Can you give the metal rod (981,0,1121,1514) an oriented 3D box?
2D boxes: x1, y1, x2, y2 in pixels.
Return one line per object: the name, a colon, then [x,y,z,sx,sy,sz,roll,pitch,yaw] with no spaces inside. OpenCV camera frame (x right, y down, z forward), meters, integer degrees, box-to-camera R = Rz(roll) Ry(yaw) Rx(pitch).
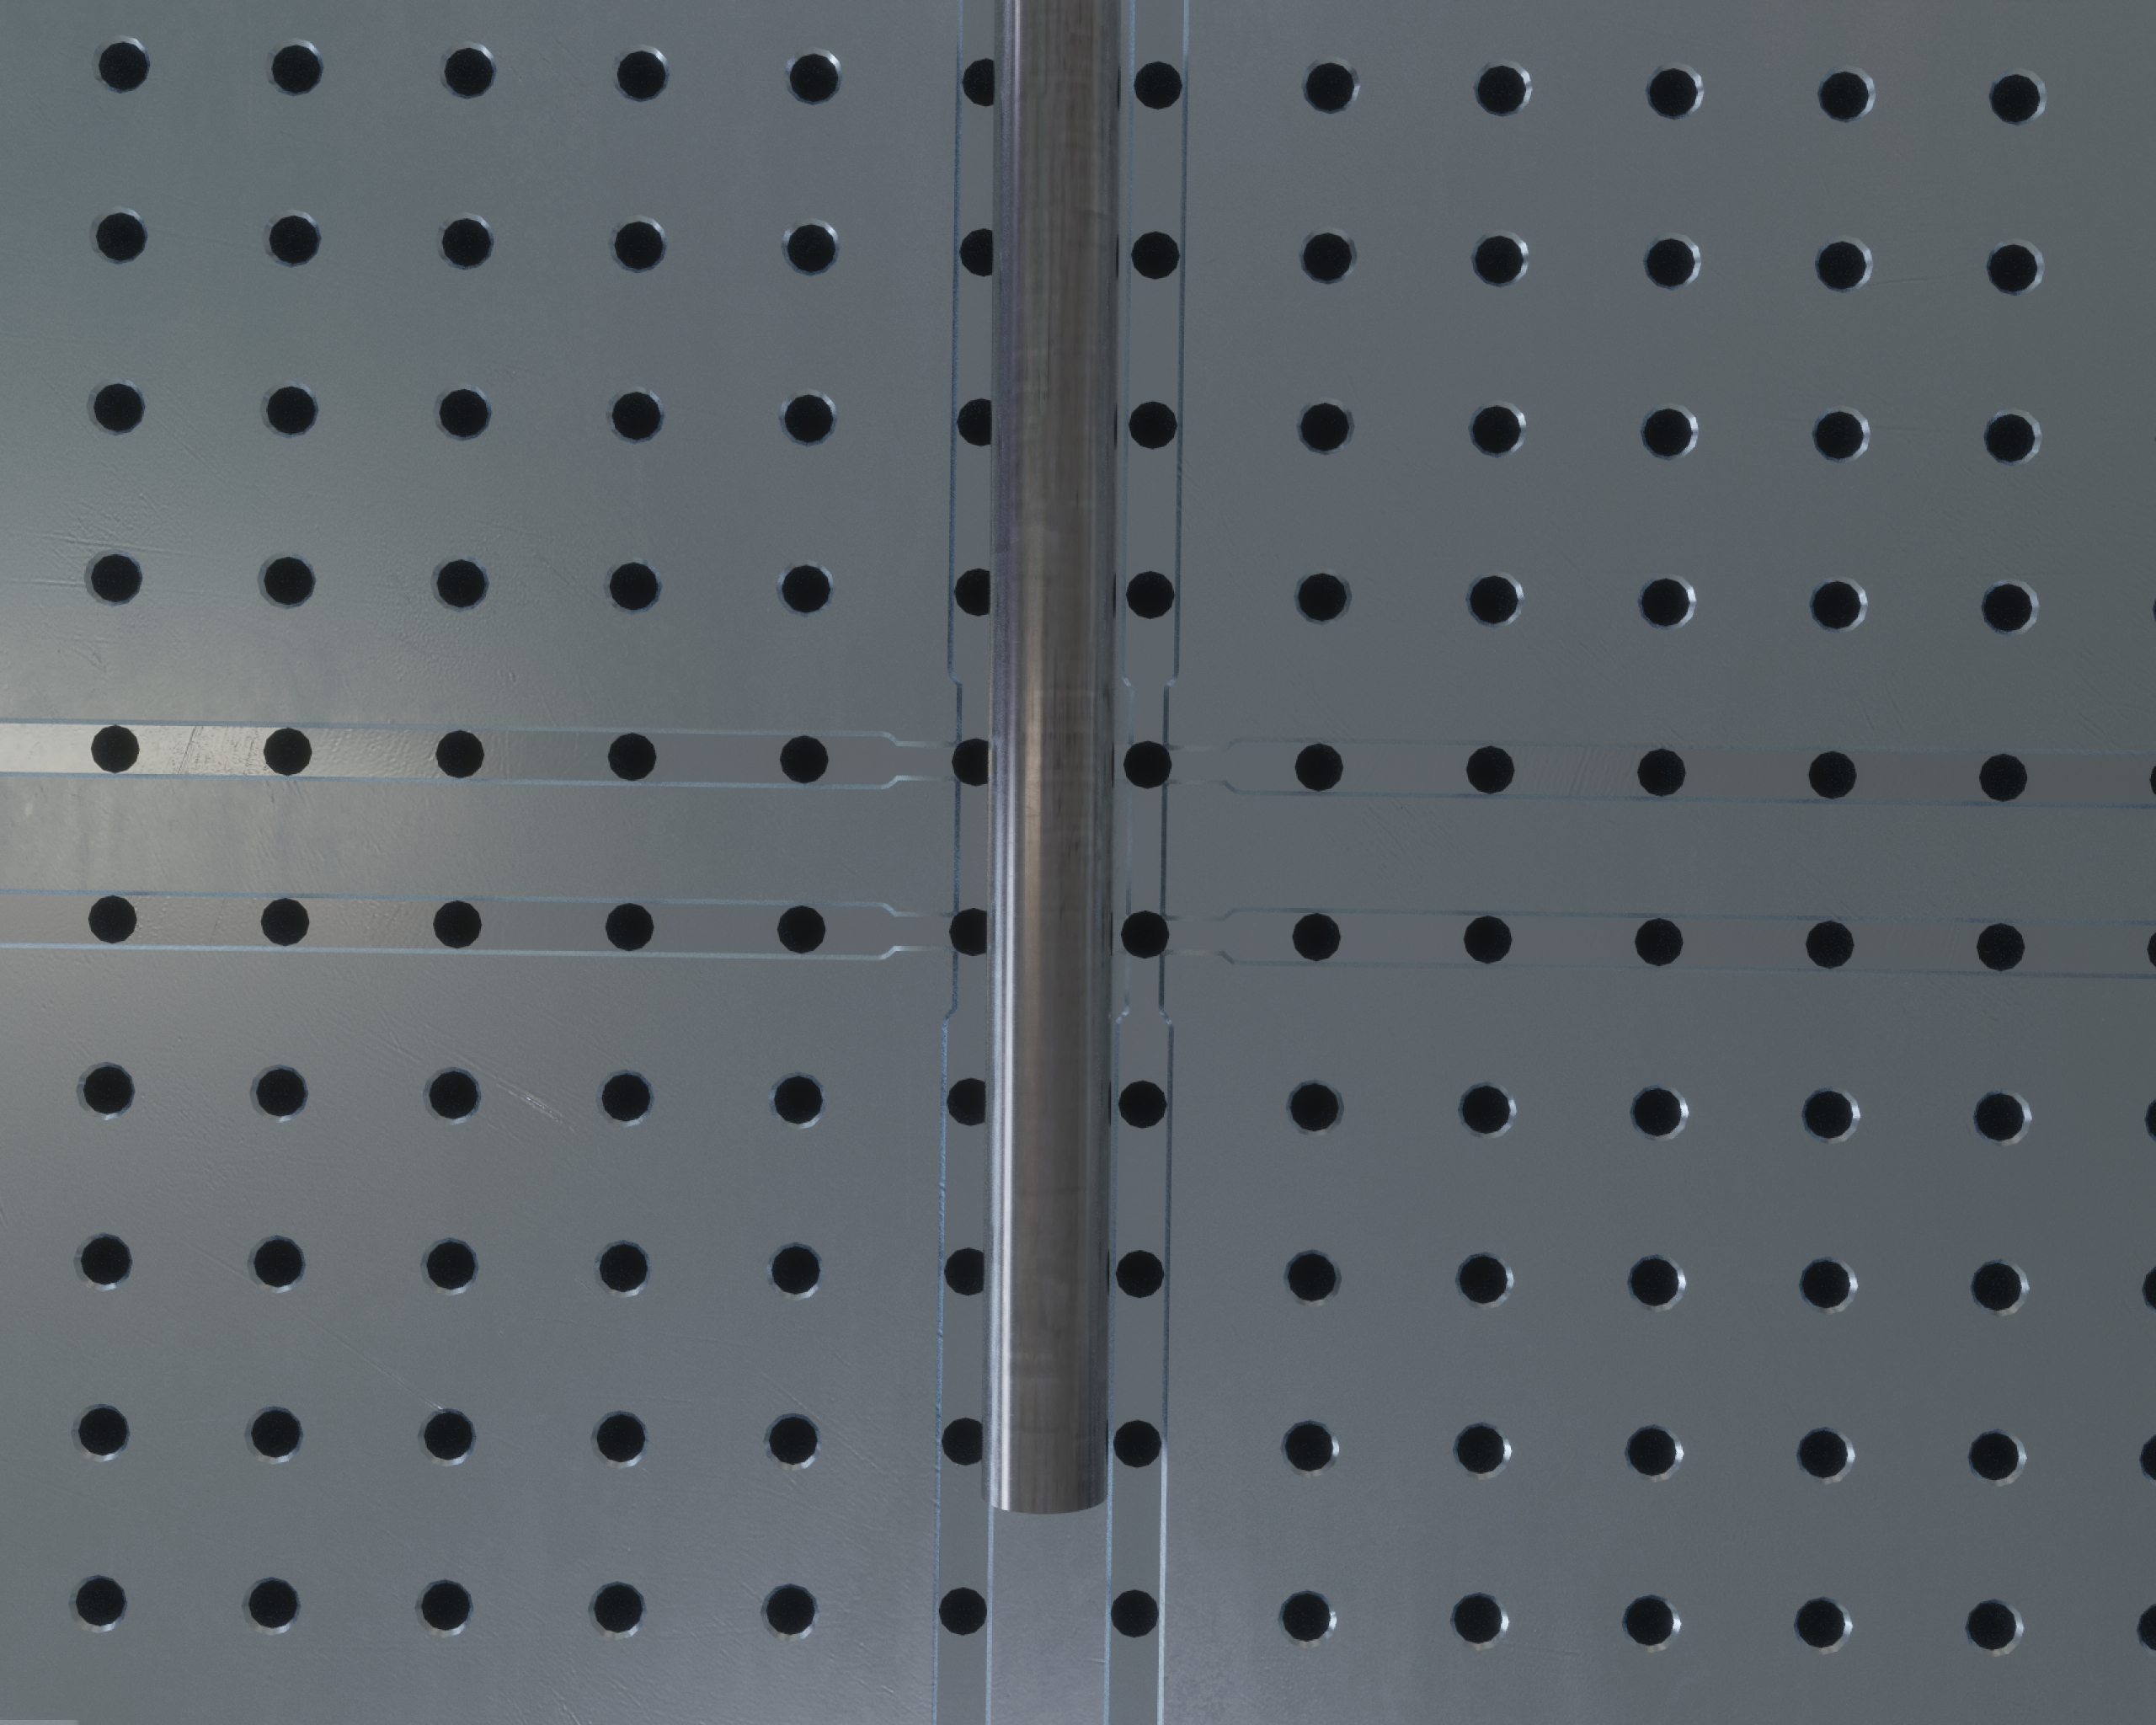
metal rod: [-0.005,-0.024,0.414,0.025,0.025,0.298,1,90,0]
